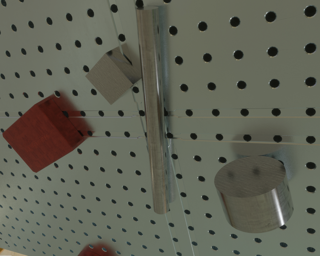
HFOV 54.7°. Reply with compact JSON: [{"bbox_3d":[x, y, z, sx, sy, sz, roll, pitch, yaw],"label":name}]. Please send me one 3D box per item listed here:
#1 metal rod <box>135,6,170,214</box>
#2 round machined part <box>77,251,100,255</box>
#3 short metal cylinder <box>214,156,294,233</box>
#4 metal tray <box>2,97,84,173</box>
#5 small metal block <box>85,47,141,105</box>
[{"bbox_3d":[-0.006,-0.002,0.411,0.025,0.025,0.298,10,123,22],"label":"metal rod"},{"bbox_3d":[-0.150,0.319,0.673,0.098,0.042,0.097,13,124,20],"label":"round machined part"},{"bbox_3d":[0.110,0.075,0.364,0.080,0.080,0.050,-7,115,31],"label":"short metal cylinder"},{"bbox_3d":[-0.199,0.016,0.520,0.130,0.030,0.090,-28,104,37],"label":"metal tray"},{"bbox_3d":[-0.060,-0.066,0.400,0.050,0.025,0.050,49,128,-7],"label":"small metal block"}]
